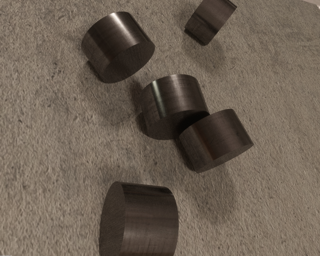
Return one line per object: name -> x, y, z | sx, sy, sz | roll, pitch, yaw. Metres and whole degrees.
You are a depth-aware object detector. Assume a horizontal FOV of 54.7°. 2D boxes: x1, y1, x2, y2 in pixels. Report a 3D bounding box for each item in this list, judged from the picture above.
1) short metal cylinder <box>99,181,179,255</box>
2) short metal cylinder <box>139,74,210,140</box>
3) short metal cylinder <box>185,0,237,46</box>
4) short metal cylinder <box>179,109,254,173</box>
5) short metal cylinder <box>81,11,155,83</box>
short metal cylinder -> -0.023, 0.094, 0.300 | 0.050, 0.080, 0.080 | 11, 57, -23
short metal cylinder -> 0.018, -0.024, 0.395 | 0.081, 0.080, 0.050 | -1, 63, -29
short metal cylinder -> 0.087, -0.190, 0.534 | 0.050, 0.080, 0.080 | 38, 51, -4
short metal cylinder -> 0.072, 0.018, 0.398 | 0.081, 0.080, 0.050 | -14, 69, -34
short metal cylinder -> -0.054, -0.103, 0.404 | 0.081, 0.080, 0.050 | -28, 77, -37
